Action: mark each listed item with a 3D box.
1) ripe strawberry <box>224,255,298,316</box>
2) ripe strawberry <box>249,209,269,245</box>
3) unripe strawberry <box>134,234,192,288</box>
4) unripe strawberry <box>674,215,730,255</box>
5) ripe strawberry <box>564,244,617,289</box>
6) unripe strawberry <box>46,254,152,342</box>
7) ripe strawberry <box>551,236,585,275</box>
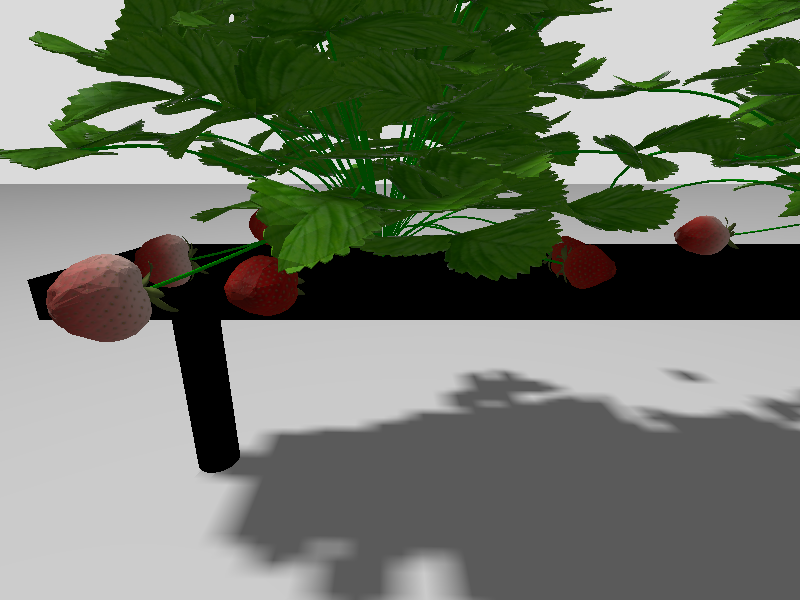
[{"bbox_3d":[-0.069,-0.006,0.199,0.035,0.032,0.032,6,19,18],"label":"ripe strawberry"},{"bbox_3d":[-0.134,-0.077,0.406,0.038,0.040,0.035,8,19,25],"label":"ripe strawberry"},{"bbox_3d":[-0.150,-0.024,0.254,0.032,0.033,0.029,-13,22,-34],"label":"unripe strawberry"},{"bbox_3d":[0.265,-0.057,0.353,0.039,0.033,0.039,0,18,2],"label":"unripe strawberry"},{"bbox_3d":[0.118,-0.020,0.248,0.028,0.028,0.031,15,23,37],"label":"ripe strawberry"},{"bbox_3d":[-0.129,0.000,0.171,0.033,0.037,0.036,10,21,30],"label":"unripe strawberry"},{"bbox_3d":[0.119,-0.030,0.280,0.027,0.028,0.025,10,20,27],"label":"ripe strawberry"}]
